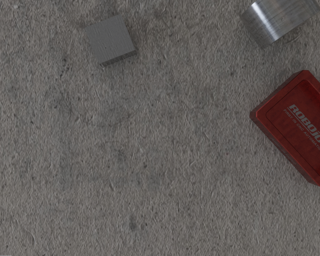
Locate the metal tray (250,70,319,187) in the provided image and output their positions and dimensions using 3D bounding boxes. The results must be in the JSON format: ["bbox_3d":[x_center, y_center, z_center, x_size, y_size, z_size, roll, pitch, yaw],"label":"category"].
[{"bbox_3d":[0.196,0.000,0.409,0.090,0.030,0.130,-42,90,0],"label":"metal tray"}]

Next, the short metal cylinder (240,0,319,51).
[{"bbox_3d":[0.148,-0.141,0.384,0.080,0.080,0.050,-34,90,0],"label":"short metal cylinder"}]

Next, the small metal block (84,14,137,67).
[{"bbox_3d":[-0.064,-0.114,0.409,0.050,0.025,0.050,-22,90,0],"label":"small metal block"}]
